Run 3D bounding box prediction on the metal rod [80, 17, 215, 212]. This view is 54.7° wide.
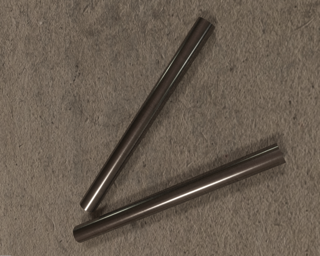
[{"bbox_3d":[-0.022,-0.010,0.415,0.025,0.025,0.299,37,101,16],"label":"metal rod"}]

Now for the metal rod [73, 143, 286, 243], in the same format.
[{"bbox_3d":[0.012,0.091,0.404,0.300,0.025,0.025,-26,82,17],"label":"metal rod"}]
